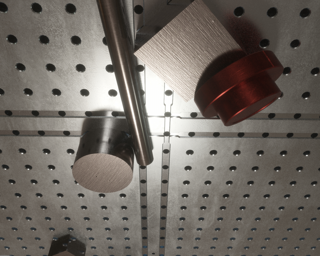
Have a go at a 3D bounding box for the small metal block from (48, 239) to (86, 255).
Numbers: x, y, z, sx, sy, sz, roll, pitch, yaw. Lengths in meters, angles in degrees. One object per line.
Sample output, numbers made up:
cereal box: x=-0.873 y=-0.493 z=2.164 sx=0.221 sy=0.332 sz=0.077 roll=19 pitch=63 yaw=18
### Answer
small metal block: x=-0.187 y=0.253 z=0.624 sx=0.050 sy=0.025 sz=0.050 roll=-27 pitch=126 yaw=20

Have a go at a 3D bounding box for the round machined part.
round machined part: x=0.090 y=-0.036 z=0.336 sx=0.099 sy=0.042 sz=0.098 roll=-26 pitch=165 yaw=-7

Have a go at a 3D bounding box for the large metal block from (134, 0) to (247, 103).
large metal block: x=0.031 y=-0.087 z=0.322 sx=0.080 sy=0.050 sz=0.080 roll=-35 pitch=122 yaw=26

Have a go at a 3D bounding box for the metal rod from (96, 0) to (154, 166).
metal rod: x=-0.040 y=-0.067 z=0.354 sx=0.025 sy=0.025 sz=0.298 roll=-6 pitch=130 yaw=4

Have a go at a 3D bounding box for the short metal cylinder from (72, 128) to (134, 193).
short metal cylinder: x=-0.077 y=0.046 z=0.433 sx=0.081 sy=0.050 sz=0.079 roll=0 pitch=130 yaw=0
